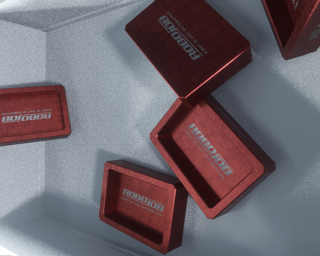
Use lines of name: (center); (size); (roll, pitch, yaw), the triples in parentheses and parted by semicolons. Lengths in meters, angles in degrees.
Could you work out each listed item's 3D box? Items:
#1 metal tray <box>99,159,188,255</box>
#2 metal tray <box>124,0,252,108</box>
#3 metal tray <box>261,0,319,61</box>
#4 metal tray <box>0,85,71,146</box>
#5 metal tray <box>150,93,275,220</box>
metal tray: (-0.026, 0.101, 0.423); (0.130, 0.030, 0.089); (12, 98, 39)
metal tray: (0.029, -0.098, 0.354); (0.090, 0.030, 0.130); (-39, 63, 6)
metal tray: (0.112, -0.121, 0.247); (0.030, 0.130, 0.090); (-17, 78, 8)
metal tray: (-0.223, -0.021, 0.520); (0.030, 0.131, 0.090); (148, 113, -66)
metal tray: (0.053, 0.025, 0.357); (0.090, 0.030, 0.130); (-52, 60, 27)
